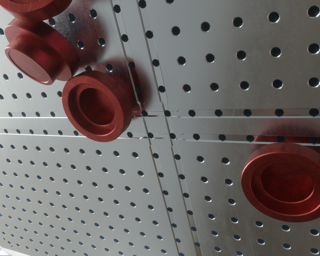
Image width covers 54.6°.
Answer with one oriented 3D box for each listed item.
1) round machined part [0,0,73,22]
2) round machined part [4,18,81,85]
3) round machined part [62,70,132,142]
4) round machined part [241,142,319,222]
[{"bbox_3d":[-0.136,-0.165,0.350,0.098,0.042,0.098,-1,82,9],"label":"round machined part"},{"bbox_3d":[-0.156,-0.093,0.399,0.098,0.042,0.098,24,157,11],"label":"round machined part"},{"bbox_3d":[-0.081,-0.033,0.423,0.098,0.042,0.097,13,124,21],"label":"round machined part"},{"bbox_3d":[0.147,0.058,0.358,0.098,0.042,0.097,13,124,21],"label":"round machined part"}]
